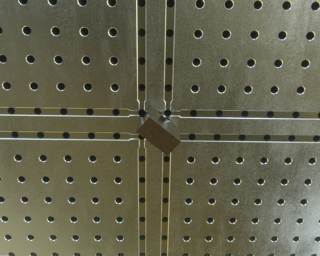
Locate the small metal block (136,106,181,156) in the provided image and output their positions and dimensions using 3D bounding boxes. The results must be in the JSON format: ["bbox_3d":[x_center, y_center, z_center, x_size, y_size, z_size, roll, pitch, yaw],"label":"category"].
[{"bbox_3d":[-0.002,0.002,0.401,0.050,0.050,0.025,38,106,-13],"label":"small metal block"}]
